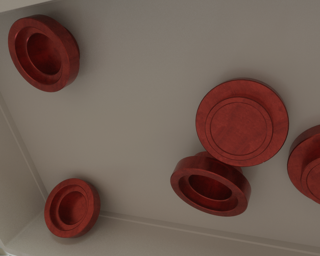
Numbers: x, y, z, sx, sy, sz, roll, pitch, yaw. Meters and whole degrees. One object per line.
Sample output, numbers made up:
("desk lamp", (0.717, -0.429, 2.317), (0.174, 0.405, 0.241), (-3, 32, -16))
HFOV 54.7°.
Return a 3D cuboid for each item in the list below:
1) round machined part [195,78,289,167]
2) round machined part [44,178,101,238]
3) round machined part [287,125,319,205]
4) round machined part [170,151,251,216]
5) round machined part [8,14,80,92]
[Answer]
("round machined part", (0.086, -0.003, 0.333), (0.098, 0.042, 0.097), (5, 105, 19))
("round machined part", (-0.145, 0.139, 0.535), (0.098, 0.098, 0.042), (7, 162, 24))
("round machined part", (0.187, 0.047, 0.328), (0.098, 0.042, 0.097), (13, 124, 20))
("round machined part", (0.066, 0.067, 0.393), (0.098, 0.042, 0.097), (18, 142, 15))
("round machined part", (-0.147, -0.100, 0.411), (0.098, 0.042, 0.097), (13, 124, 20))
